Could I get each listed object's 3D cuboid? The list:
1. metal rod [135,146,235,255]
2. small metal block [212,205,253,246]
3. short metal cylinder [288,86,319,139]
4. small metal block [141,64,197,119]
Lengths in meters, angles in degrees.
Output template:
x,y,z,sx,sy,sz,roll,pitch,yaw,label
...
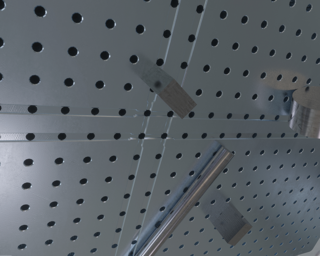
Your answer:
x,y,z,sx,sy,sz,roll,pitch,yaw,label
0.021,0.155,0.517,0.025,0.025,0.299,29,103,-38,metal rod
0.135,0.182,0.581,0.025,0.050,0.050,34,99,-39,small metal block
0.252,-0.027,0.496,0.081,0.080,0.050,-18,126,-18,short metal cylinder
0.011,-0.044,0.373,0.025,0.050,0.050,-45,129,3,small metal block
